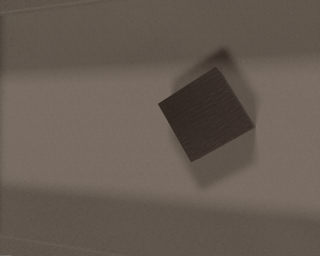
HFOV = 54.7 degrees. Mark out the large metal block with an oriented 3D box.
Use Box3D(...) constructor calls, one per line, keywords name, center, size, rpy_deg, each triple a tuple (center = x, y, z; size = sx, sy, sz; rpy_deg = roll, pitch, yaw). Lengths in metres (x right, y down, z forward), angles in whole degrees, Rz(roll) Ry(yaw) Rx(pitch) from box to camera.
Box3D(name="large metal block", center=(0.058, -0.015, 0.376), size=(0.080, 0.050, 0.080), rpy_deg=(-32, 80, 17))
